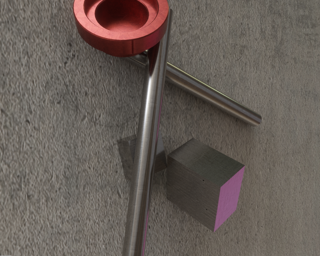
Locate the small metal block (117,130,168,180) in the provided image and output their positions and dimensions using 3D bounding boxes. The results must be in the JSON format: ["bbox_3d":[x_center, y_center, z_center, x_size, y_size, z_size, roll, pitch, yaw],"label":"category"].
[{"bbox_3d":[-0.022,0.033,0.389,0.050,0.025,0.050,-18,102,-39],"label":"small metal block"}]

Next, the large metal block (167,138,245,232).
[{"bbox_3d":[0.056,0.072,0.401,0.050,0.080,0.079,-31,135,-36],"label":"large metal block"}]

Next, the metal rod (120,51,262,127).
[{"bbox_3d":[0.059,-0.057,0.456,0.302,0.025,0.025,21,77,-38],"label":"metal rod"}]

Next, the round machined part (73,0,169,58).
[{"bbox_3d":[-0.041,-0.116,0.338,0.099,0.042,0.098,2,61,-4],"label":"round machined part"}]

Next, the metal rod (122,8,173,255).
[{"bbox_3d":[-0.014,0.006,0.361,0.025,0.025,0.298,11,84,-40],"label":"metal rod"}]
